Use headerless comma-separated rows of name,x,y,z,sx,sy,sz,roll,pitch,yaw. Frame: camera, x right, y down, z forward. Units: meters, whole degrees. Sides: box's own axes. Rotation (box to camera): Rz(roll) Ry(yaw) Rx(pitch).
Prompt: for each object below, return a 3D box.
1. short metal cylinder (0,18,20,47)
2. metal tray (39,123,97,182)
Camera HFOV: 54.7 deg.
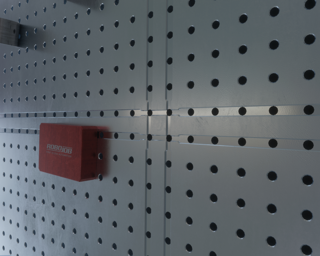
short metal cylinder,-0.343,-0.206,0.657,0.080,0.081,0.050,18,102,38
metal tray,-0.164,0.038,0.542,0.130,0.030,0.089,4,93,40
